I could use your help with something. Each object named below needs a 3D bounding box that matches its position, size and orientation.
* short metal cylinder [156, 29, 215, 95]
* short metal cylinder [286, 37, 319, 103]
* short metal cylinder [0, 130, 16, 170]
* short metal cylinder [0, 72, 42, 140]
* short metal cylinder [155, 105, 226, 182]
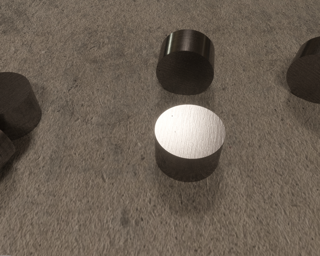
[{"bbox_3d":[0.038,-0.093,0.447,0.080,0.080,0.050,6,50,5],"label":"short metal cylinder"},{"bbox_3d":[0.229,-0.082,0.440,0.080,0.080,0.050,25,55,19],"label":"short metal cylinder"},{"bbox_3d":[-0.213,0.024,0.344,0.080,0.080,0.050,17,52,13],"label":"short metal cylinder"},{"bbox_3d":[-0.205,-0.029,0.409,0.081,0.050,0.080,0,50,0],"label":"short metal cylinder"},{"bbox_3d":[0.034,0.018,0.373,0.081,0.050,0.080,0,50,0],"label":"short metal cylinder"}]
